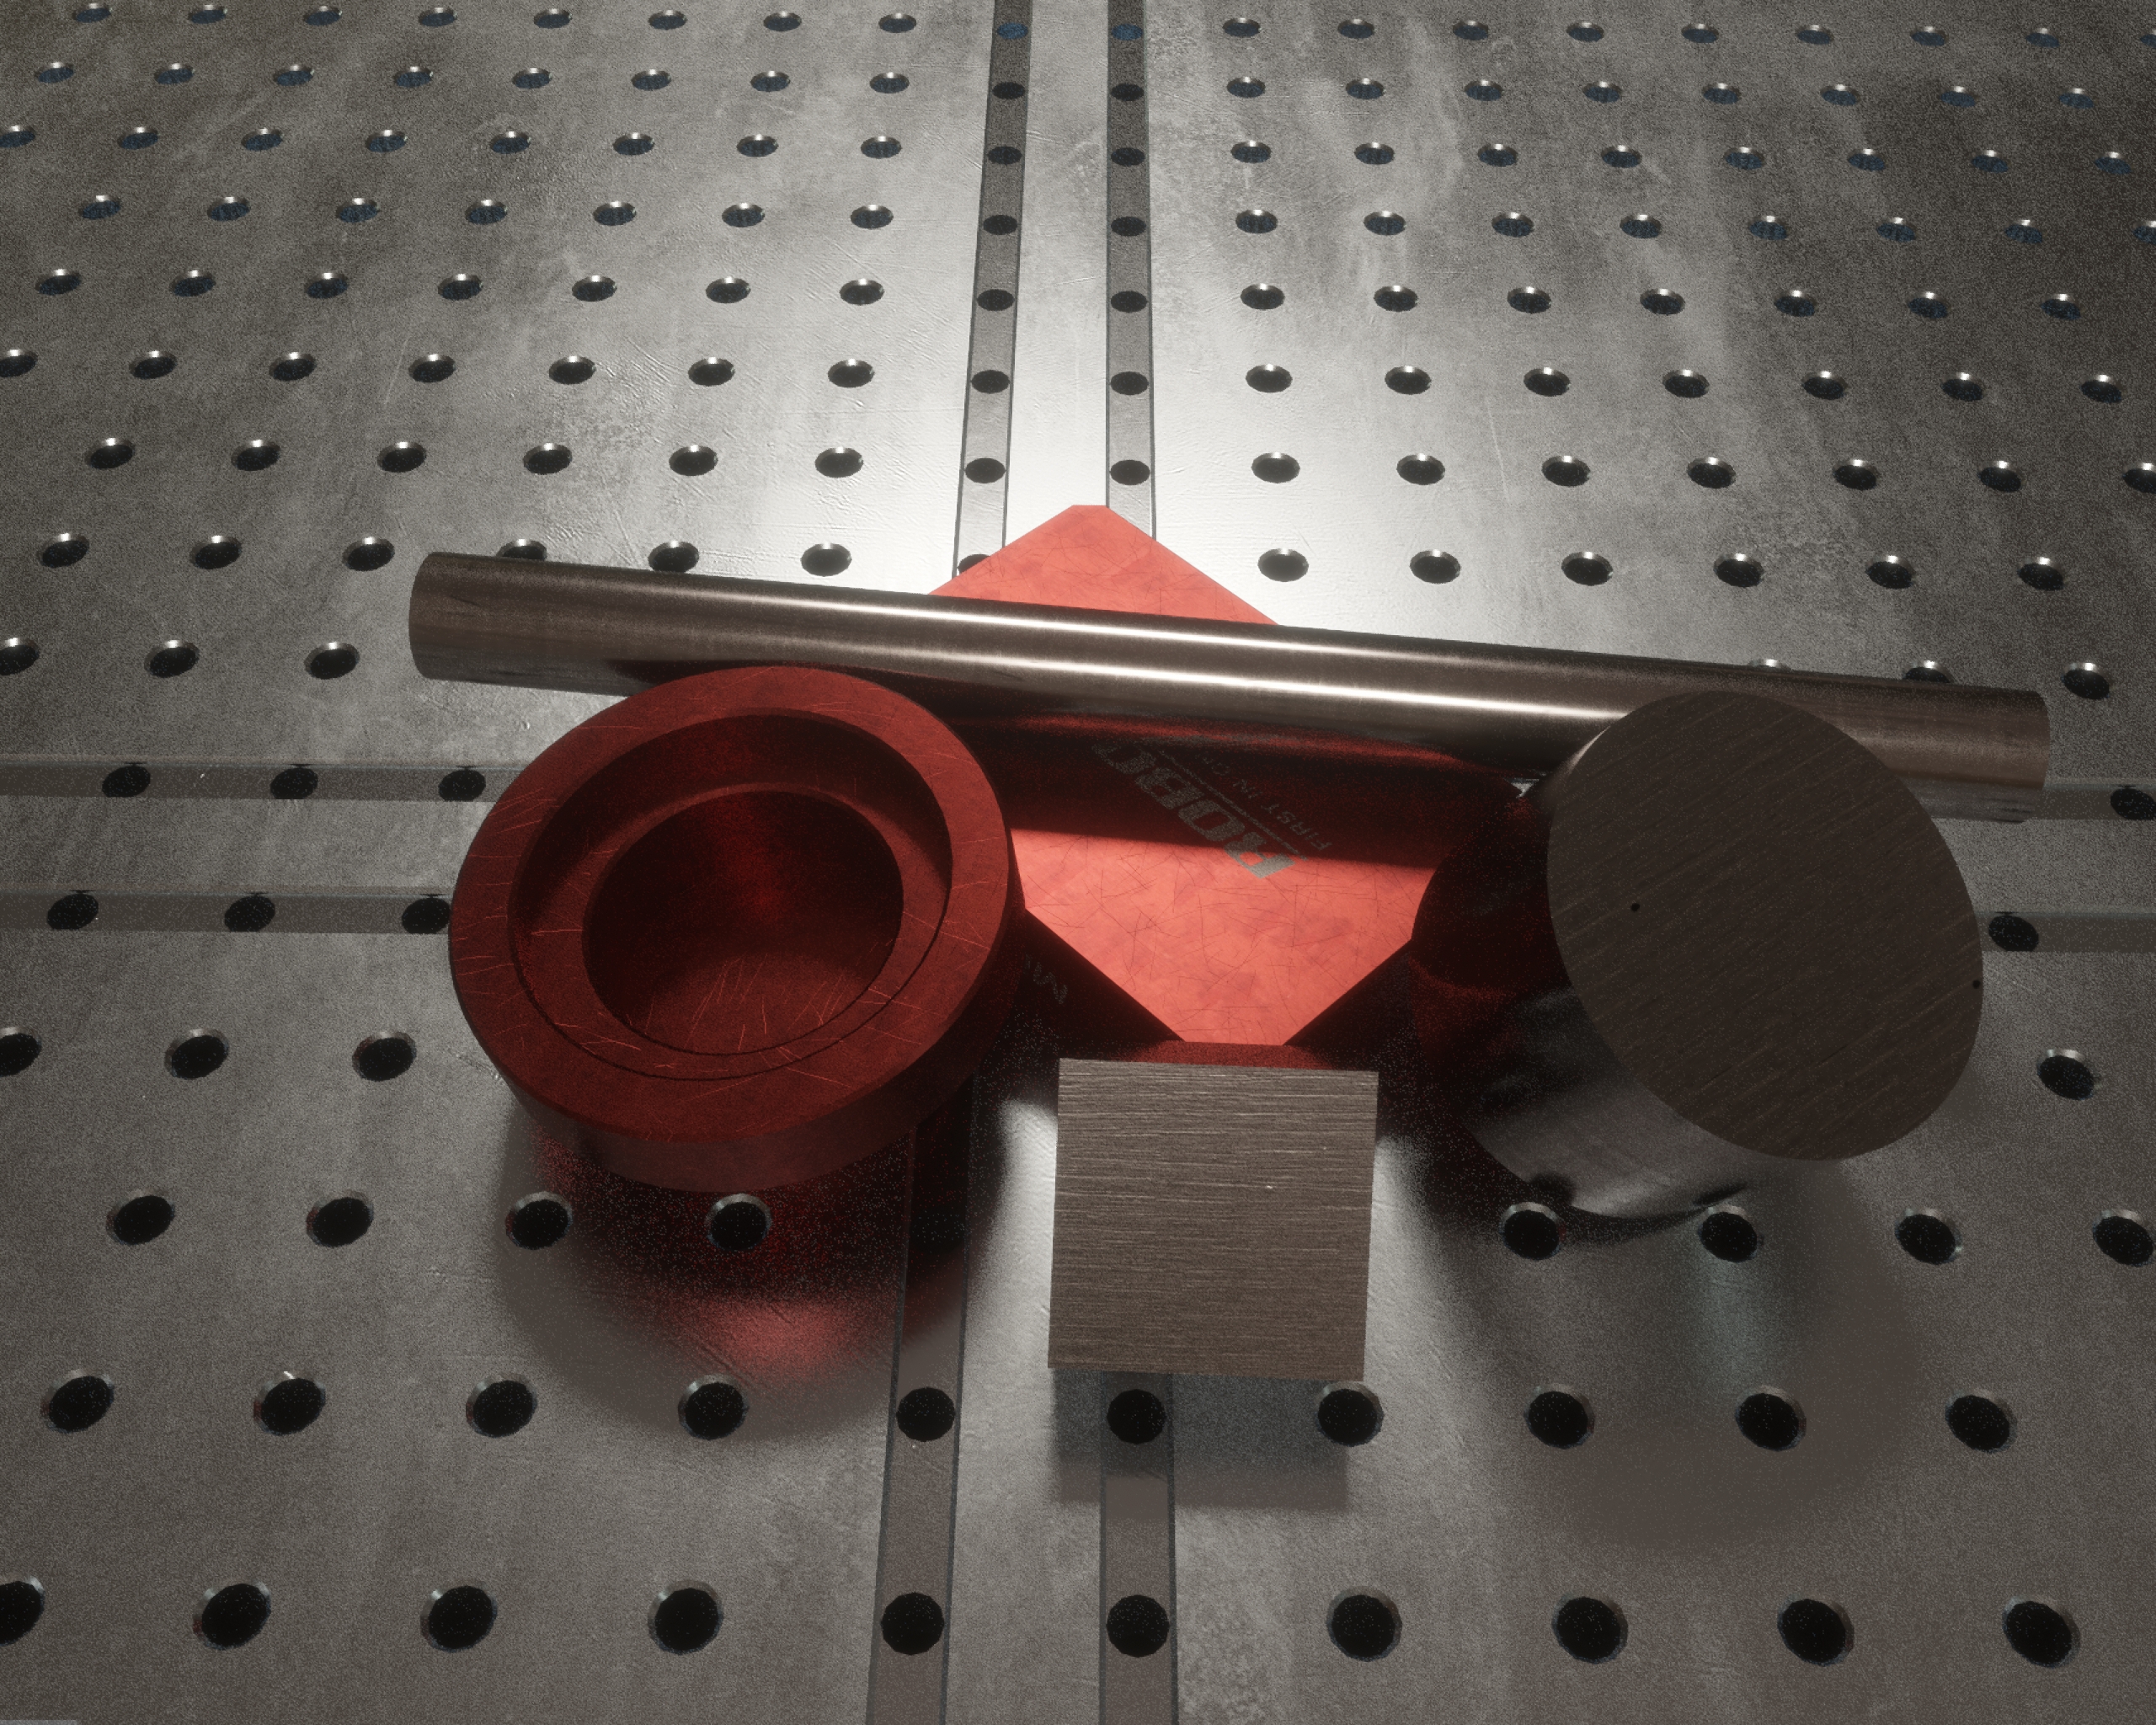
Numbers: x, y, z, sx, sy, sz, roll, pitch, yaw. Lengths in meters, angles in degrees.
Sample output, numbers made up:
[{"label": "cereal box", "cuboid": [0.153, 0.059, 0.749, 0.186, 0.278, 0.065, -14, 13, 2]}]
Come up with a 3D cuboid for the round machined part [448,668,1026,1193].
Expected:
[{"label": "round machined part", "cuboid": [-0.058, 0.015, 0.377, 0.099, 0.042, 0.098, -2, 56, 4]}]

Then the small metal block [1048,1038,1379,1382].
[{"label": "small metal block", "cuboid": [0.022, 0.056, 0.343, 0.050, 0.025, 0.050, 2, 93, 1]}]

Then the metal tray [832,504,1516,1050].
[{"label": "metal tray", "cuboid": [0.015, -0.012, 0.416, 0.091, 0.030, 0.130, -36, 59, -27]}]

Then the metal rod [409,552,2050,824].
[{"label": "metal rod", "cuboid": [0.025, -0.034, 0.395, 0.302, 0.025, 0.025, 5, 50, 4]}]

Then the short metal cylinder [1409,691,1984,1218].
[{"label": "short metal cylinder", "cuboid": [0.105, 0.017, 0.358, 0.081, 0.050, 0.080, 6, 68, -16]}]
